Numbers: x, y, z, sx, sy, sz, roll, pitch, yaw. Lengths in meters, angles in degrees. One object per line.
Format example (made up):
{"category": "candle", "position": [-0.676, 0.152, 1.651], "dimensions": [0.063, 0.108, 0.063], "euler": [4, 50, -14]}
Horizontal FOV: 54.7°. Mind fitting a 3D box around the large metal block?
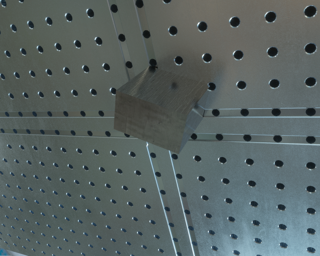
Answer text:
{"category": "large metal block", "position": [0.004, -0.025, 0.357], "dimensions": [0.080, 0.080, 0.050], "euler": [20, 126, 16]}
